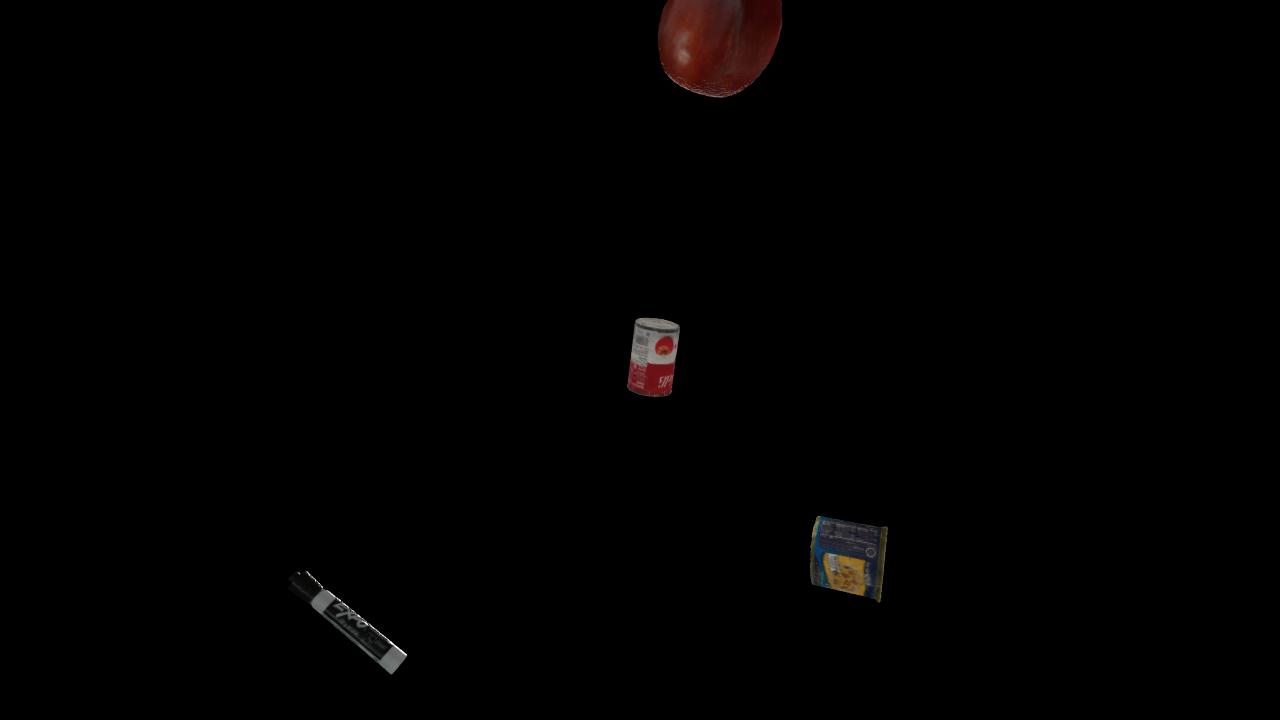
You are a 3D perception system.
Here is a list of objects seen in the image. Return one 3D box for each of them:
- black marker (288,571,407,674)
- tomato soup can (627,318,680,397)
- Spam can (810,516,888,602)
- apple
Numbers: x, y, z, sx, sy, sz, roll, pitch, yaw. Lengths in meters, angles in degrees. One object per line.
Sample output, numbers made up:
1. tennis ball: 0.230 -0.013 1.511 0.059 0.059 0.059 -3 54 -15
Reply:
1. black marker: -0.253 0.224 0.529 0.121 0.020 0.020 39 1 2
2. tomato soup can: 0.019 -0.005 0.892 0.068 0.101 0.068 6 16 -2
3. Spam can: 0.259 0.246 0.766 0.085 0.101 0.058 5 39 22
4. apple: 0.052 -0.218 0.401 0.079 0.079 0.093 0 -33 -15
